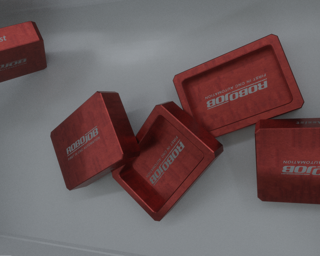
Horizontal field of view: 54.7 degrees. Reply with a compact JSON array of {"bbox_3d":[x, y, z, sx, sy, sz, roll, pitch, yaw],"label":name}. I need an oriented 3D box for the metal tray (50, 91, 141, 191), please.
[{"bbox_3d":[-0.091,0.020,0.411,0.130,0.030,0.090,-32,74,37],"label":"metal tray"}]

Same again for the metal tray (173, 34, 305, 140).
[{"bbox_3d":[0.091,-0.044,0.375,0.130,0.030,0.090,-21,83,18],"label":"metal tray"}]

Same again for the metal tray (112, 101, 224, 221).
[{"bbox_3d":[0.004,0.043,0.386,0.090,0.030,0.129,43,120,14],"label":"metal tray"}]

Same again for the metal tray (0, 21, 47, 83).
[{"bbox_3d":[-0.226,-0.093,0.420,0.131,0.090,0.030,-23,83,-21],"label":"metal tray"}]

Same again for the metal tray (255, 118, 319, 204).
[{"bbox_3d":[0.172,0.036,0.331,0.130,0.030,0.089,-1,111,19],"label":"metal tray"}]
